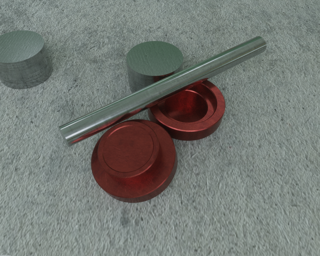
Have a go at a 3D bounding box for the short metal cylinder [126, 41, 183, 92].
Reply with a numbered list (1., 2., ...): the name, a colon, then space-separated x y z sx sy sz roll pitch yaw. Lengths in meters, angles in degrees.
1. short metal cylinder: -0.007 -0.084 0.458 0.081 0.050 0.080 0 50 0

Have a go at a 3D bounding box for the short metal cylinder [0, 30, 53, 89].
1. short metal cylinder: -0.211 -0.105 0.472 0.081 0.050 0.080 0 50 0

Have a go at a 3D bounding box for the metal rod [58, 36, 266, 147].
1. metal rod: 0.020 -0.055 0.391 0.302 0.025 0.025 -28 56 -22

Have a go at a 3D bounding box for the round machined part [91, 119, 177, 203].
1. round machined part: -0.031 0.031 0.351 0.098 0.042 0.098 -4 60 8

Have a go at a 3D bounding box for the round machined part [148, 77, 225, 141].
1. round machined part: 0.033 -0.023 0.409 0.099 0.042 0.098 2 53 -2
